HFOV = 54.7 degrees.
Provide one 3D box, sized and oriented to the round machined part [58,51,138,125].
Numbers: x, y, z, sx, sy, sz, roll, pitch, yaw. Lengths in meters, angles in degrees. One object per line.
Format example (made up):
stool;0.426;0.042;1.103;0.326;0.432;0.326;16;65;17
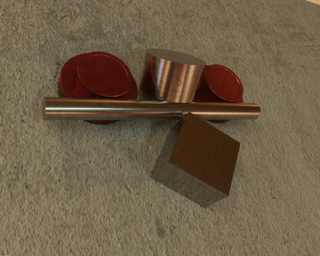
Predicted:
round machined part;-0.074;-0.056;0.388;0.099;0.042;0.098;14;56;-21

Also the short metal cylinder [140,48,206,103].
short metal cylinder;0.016;-0.072;0.418;0.081;0.050;0.080;11;23;-4

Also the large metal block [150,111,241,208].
large metal block;0.046;0.040;0.387;0.080;0.050;0.080;31;52;-9

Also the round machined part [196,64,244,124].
round machined part;0.088;-0.059;0.478;0.099;0.042;0.098;14;56;-21

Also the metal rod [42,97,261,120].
metal rod;0.011;-0.023;0.398;0.303;0.025;0.025;-1;62;-29
